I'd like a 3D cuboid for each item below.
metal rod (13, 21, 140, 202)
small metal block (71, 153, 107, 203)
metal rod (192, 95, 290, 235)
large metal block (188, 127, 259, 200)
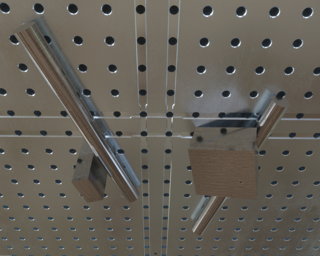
[{"bbox_3d":[-0.093,0.003,0.413,0.025,0.025,0.299,-15,129,12],"label":"metal rod"},{"bbox_3d":[-0.102,0.073,0.457,0.025,0.050,0.050,-13,129,11],"label":"small metal block"},{"bbox_3d":[0.110,0.076,0.477,0.025,0.025,0.298,12,129,-10],"label":"metal rod"},{"bbox_3d":[0.088,0.046,0.415,0.080,0.050,0.080,0,124,21],"label":"large metal block"}]
